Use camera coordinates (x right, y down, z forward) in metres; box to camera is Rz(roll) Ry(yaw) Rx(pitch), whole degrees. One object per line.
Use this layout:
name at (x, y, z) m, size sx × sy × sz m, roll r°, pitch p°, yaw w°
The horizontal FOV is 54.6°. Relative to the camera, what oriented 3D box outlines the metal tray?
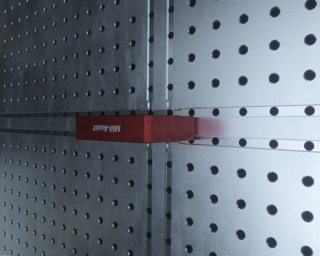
metal tray at (-0.033, 0.000, 0.395) m, size 0.130 × 0.091 × 0.030 m, roll 1°, pitch 91°, yaw 40°
